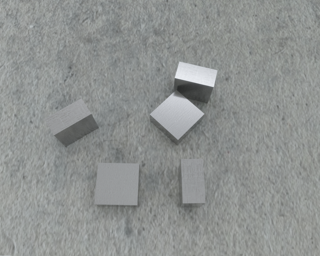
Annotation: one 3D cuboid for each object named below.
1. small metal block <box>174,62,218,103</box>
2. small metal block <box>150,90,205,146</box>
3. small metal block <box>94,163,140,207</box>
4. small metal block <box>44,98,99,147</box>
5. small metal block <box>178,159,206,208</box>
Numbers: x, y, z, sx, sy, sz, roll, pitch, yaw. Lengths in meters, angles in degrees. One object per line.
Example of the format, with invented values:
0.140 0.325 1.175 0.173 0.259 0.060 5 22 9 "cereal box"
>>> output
0.046 -0.060 0.417 0.050 0.050 0.025 14 71 5 "small metal block"
0.022 -0.014 0.413 0.050 0.025 0.050 43 75 13 "small metal block"
-0.051 0.071 0.382 0.050 0.025 0.050 1 70 0 "small metal block"
-0.111 -0.006 0.396 0.050 0.050 0.025 -32 74 -11 "small metal block"
0.037 0.067 0.371 0.025 0.050 0.050 -1 70 -1 "small metal block"
